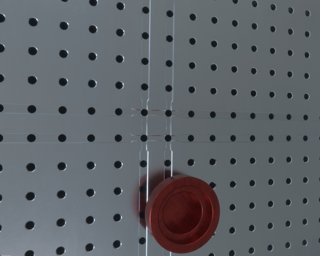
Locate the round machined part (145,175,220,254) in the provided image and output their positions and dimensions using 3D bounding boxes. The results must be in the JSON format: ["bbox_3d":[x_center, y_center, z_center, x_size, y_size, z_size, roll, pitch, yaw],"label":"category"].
[{"bbox_3d":[0.026,0.111,0.413,0.099,0.042,0.097,0,90,-20],"label":"round machined part"}]
